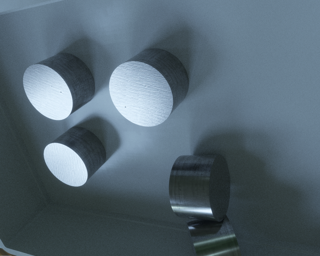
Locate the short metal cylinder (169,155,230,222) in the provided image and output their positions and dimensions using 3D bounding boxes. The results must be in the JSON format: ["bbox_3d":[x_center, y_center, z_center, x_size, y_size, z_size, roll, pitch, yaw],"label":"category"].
[{"bbox_3d":[0.052,0.074,0.391,0.050,0.080,0.080,-3,117,29],"label":"short metal cylinder"}]

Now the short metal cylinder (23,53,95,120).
[{"bbox_3d":[-0.138,-0.058,0.427,0.080,0.050,0.079,13,124,20],"label":"short metal cylinder"}]

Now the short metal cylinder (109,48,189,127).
[{"bbox_3d":[-0.012,-0.048,0.368,0.080,0.050,0.079,13,124,20],"label":"short metal cylinder"}]

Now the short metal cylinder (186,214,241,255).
[{"bbox_3d":[0.068,0.153,0.399,0.050,0.080,0.079,-14,116,-2],"label":"short metal cylinder"}]

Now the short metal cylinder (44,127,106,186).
[{"bbox_3d":[-0.133,0.045,0.488,0.080,0.050,0.079,13,124,20],"label":"short metal cylinder"}]
